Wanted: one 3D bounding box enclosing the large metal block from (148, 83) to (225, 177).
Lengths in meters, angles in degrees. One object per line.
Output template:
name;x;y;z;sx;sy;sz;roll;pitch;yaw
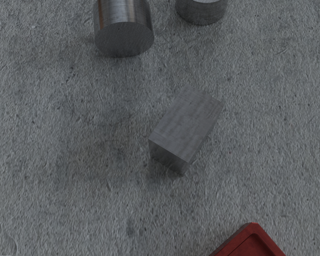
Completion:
large metal block;0.030;0.006;0.377;0.050;0.080;0.080;31;73;10

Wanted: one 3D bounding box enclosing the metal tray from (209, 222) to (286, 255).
metal tray;0.085;0.180;0.340;0.131;0.030;0.090;-36;74;-13

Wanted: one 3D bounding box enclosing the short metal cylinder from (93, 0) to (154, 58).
short metal cylinder;-0.051;-0.142;0.430;0.081;0.080;0.050;-7;70;-3

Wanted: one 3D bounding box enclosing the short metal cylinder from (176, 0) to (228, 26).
short metal cylinder;0.065;-0.204;0.470;0.081;0.050;0.080;0;70;0
